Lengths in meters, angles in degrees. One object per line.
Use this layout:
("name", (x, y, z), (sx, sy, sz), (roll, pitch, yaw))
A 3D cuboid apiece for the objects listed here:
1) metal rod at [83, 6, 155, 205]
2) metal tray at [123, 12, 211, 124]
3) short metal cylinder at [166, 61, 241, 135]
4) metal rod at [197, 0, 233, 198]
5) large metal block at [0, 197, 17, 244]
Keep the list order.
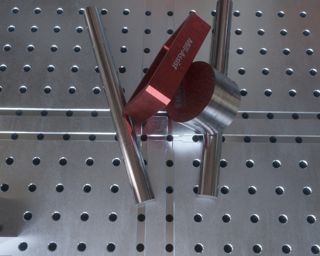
("metal rod", (-0.062, -0.044, 0.427), (0.025, 0.025, 0.299), (-16, 71, -6))
("metal tray", (0.008, -0.074, 0.393), (0.030, 0.090, 0.130), (34, 64, -13))
("short metal cylinder", (0.053, -0.037, 0.390), (0.050, 0.080, 0.080), (23, 64, -38))
("metal rod", (0.080, -0.054, 0.432), (0.025, 0.025, 0.299), (8, 70, 3))
("large metal block", (-0.220, 0.112, 0.340), (0.080, 0.080, 0.050), (-22, 72, -8))
